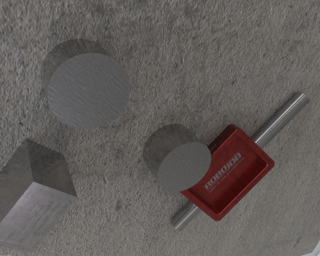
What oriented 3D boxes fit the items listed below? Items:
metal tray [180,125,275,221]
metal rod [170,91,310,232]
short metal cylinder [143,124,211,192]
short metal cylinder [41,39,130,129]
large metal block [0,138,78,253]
[{"bbox_3d":[0.100,0.070,0.481,0.090,0.030,0.130,42,95,-17],"label":"metal tray"},{"bbox_3d":[0.129,0.057,0.512,0.300,0.025,0.025,-46,129,4],"label":"metal rod"},{"bbox_3d":[0.023,0.041,0.429,0.081,0.050,0.079,-14,124,-21],"label":"short metal cylinder"},{"bbox_3d":[-0.077,-0.046,0.320,0.081,0.050,0.079,-14,124,-21],"label":"short metal cylinder"},{"bbox_3d":[-0.143,0.072,0.337,0.050,0.080,0.080,34,99,-39],"label":"large metal block"}]
